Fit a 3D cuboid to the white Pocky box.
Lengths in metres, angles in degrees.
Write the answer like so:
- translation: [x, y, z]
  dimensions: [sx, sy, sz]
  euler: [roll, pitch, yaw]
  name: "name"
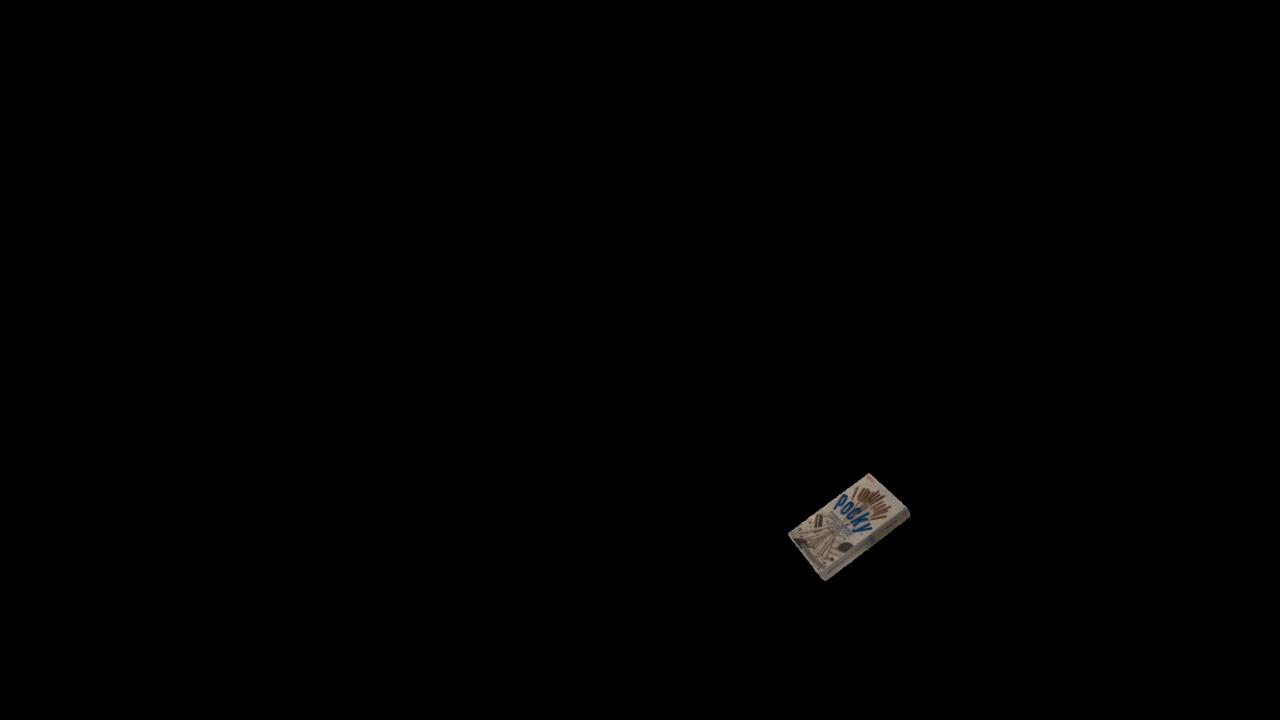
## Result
- translation: [0.299, 0.238, 0.884]
  dimensions: [0.154, 0.028, 0.084]
  euler: [-37, 34, 0]
  name: "white Pocky box"
